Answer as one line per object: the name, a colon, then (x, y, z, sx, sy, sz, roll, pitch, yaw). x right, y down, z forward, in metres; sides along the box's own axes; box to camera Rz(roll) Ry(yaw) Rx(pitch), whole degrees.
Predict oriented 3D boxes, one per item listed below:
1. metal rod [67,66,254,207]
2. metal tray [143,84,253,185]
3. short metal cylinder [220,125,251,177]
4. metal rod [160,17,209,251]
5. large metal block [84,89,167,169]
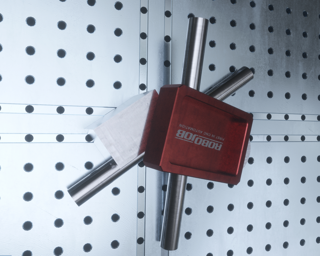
metal rod: (0.012, 0.002, 0.419, 0.301, 0.025, 0.025, -35, 102, -17)
metal tray: (0.049, 0.012, 0.354, 0.131, 0.030, 0.090, 17, 84, -38)
short metal cylinder: (0.076, 0.026, 0.428, 0.081, 0.050, 0.079, 0, 90, -21)
metal rod: (0.030, 0.013, 0.401, 0.025, 0.025, 0.298, 4, 98, -20)
large metal block: (-0.038, 0.000, 0.370, 0.080, 0.080, 0.050, -36, 102, -17)
